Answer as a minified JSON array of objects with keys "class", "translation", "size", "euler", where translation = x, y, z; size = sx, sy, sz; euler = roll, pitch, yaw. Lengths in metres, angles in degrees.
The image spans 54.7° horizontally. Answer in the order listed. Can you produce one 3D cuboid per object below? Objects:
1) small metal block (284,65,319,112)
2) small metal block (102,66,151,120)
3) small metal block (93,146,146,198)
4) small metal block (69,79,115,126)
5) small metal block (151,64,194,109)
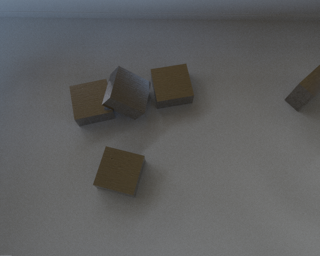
[{"class":"small metal block","translation":[0.203,-0.055,0.418],"size":[0.050,0.050,0.025],"euler":[-40,75,-13]},{"class":"small metal block","translation":[-0.043,-0.046,0.410],"size":[0.050,0.025,0.050],"euler":[24,59,-26]},{"class":"small metal block","translation":[-0.050,0.055,0.389],"size":[0.050,0.025,0.050],"euler":[14,71,5]},{"class":"small metal block","translation":[-0.092,-0.034,0.421],"size":[0.050,0.025,0.050],"euler":[-12,71,-5]},{"class":"small metal block","translation":[0.016,-0.058,0.431],"size":[0.050,0.025,0.050],"euler":[-10,70,-4]}]
